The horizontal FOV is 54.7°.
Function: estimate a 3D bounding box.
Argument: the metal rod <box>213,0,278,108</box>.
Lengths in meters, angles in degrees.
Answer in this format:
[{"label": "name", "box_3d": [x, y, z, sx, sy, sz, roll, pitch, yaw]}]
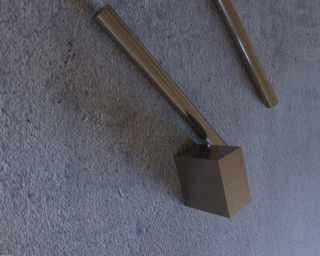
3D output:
[{"label": "metal rod", "box_3d": [0.132, -0.154, 0.518, 0.025, 0.025, 0.299, -51, 120, -28]}]

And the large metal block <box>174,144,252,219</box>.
[{"label": "large metal block", "box_3d": [0.073, 0.070, 0.433, 0.050, 0.080, 0.079, -23, 105, -38]}]

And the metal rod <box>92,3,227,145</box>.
[{"label": "metal rod", "box_3d": [0.023, -0.040, 0.426, 0.300, 0.025, 0.025, 46, 63, -31]}]
